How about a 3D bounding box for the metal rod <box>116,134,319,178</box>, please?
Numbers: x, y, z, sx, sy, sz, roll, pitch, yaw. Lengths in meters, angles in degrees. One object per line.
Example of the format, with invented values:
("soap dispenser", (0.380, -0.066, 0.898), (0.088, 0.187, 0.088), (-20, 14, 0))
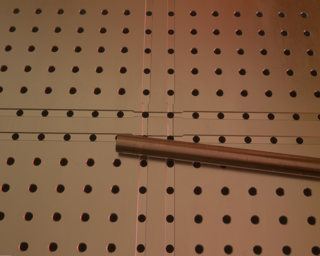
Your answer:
("metal rod", (0.094, 0.038, 0.398), (0.301, 0.025, 0.025), (7, 70, 2))
